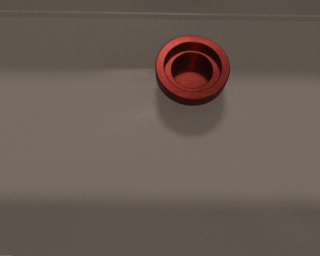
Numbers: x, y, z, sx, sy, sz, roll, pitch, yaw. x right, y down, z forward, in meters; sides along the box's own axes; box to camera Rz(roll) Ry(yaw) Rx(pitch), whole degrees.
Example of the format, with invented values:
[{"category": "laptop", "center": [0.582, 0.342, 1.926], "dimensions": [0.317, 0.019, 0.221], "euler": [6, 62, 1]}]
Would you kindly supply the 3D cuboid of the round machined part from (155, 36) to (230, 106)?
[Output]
[{"category": "round machined part", "center": [0.043, -0.075, 0.429], "dimensions": [0.099, 0.042, 0.098], "euler": [0, 70, -1]}]
